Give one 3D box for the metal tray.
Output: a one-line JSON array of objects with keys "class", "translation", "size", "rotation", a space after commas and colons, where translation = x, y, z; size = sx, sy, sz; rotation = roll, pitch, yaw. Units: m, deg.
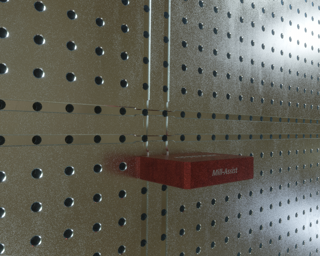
[{"class": "metal tray", "translation": [0.050, 0.053, 0.411], "size": [0.131, 0.090, 0.030], "rotation": [1, 90, -40]}]
